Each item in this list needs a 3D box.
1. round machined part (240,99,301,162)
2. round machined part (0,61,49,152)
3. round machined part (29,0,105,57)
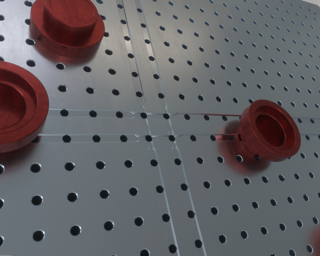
[{"bbox_3d":[0.164,0.008,0.480,0.099,0.042,0.098,13,56,-21],"label":"round machined part"},{"bbox_3d":[-0.169,-0.018,0.318,0.099,0.042,0.098,13,56,-21],"label":"round machined part"},{"bbox_3d":[-0.123,-0.148,0.421,0.099,0.042,0.098,13,56,-21],"label":"round machined part"}]
